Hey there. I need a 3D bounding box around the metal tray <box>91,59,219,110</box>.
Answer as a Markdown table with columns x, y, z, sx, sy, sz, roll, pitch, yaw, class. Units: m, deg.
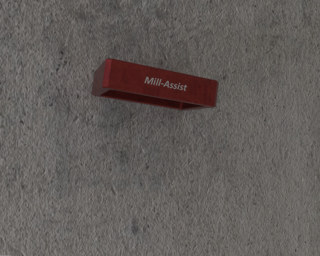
| x | y | z | sx | sy | sz | roll | pitch | yaw | class |
| --- | --- | --- | --- | --- | --- | --- | --- | --- | --- |
| -0.009 | -0.047 | 0.370 | 0.131 | 0.090 | 0.030 | 8 | 88 | -20 | metal tray |
